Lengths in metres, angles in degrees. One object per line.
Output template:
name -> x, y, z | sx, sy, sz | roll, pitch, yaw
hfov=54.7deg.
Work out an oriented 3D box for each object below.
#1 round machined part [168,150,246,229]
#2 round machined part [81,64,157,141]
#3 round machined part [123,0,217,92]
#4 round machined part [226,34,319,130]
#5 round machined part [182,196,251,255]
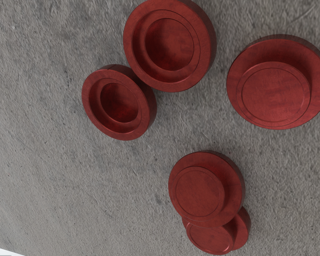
round machined part -> 0.054, 0.079, 0.391 | 0.098, 0.042, 0.097 | 1, 92, 27
round machined part -> -0.048, -0.036, 0.399 | 0.098, 0.042, 0.097 | 13, 124, 21
round machined part -> 0.013, -0.091, 0.332 | 0.098, 0.042, 0.097 | 13, 124, 21
round machined part -> 0.115, -0.040, 0.311 | 0.098, 0.042, 0.097 | 13, 124, 21
round machined part -> 0.076, 0.142, 0.443 | 0.098, 0.042, 0.097 | 13, 124, 21
